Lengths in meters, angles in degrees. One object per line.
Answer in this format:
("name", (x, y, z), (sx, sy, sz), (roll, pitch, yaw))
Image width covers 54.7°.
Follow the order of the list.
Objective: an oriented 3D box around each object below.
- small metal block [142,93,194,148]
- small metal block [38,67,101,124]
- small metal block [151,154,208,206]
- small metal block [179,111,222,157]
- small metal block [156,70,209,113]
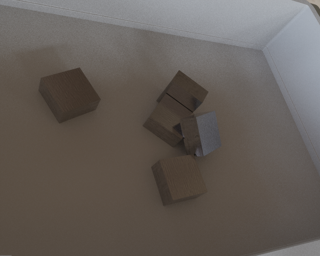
("small metal block", (0.013, -0.011, 0.419), (0.050, 0.025, 0.050), (36, 51, -5))
("small metal block", (-0.108, -0.040, 0.372), (0.050, 0.025, 0.050), (-26, 76, -37))
("small metal block", (0.023, 0.063, 0.379), (0.050, 0.025, 0.050), (-6, 65, -31))
("small metal block", (0.055, 0.007, 0.410), (0.050, 0.025, 0.050), (-19, 99, -51))
("small metal block", (0.031, -0.044, 0.433), (0.050, 0.050, 0.025), (36, 51, -5))
